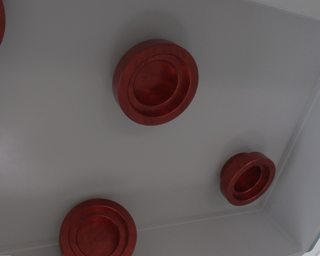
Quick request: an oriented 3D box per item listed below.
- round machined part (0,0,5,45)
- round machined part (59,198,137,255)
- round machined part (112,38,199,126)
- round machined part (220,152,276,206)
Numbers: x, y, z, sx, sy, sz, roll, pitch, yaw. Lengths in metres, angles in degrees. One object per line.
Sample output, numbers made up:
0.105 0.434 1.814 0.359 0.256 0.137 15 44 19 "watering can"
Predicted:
-0.174 -0.086 0.232 0.099 0.042 0.097 -43 149 -34 "round machined part"
-0.084 0.148 0.414 0.099 0.098 0.042 -6 146 -25 "round machined part"
-0.008 -0.055 0.359 0.099 0.042 0.097 -14 124 -21 "round machined part"
0.143 0.081 0.525 0.099 0.042 0.097 -14 124 -21 "round machined part"
